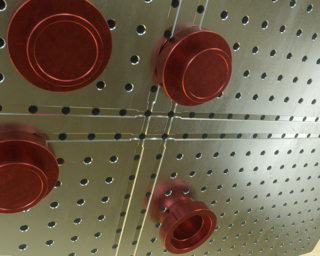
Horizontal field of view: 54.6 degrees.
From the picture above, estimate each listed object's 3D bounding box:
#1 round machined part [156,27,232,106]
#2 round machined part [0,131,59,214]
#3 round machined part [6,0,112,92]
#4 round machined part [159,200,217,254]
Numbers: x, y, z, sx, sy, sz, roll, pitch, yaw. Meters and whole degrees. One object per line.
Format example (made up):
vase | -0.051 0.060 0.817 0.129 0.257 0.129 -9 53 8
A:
round machined part | 0.049 -0.070 0.382 0.099 0.042 0.097 -14 124 -21
round machined part | -0.163 0.056 0.345 0.099 0.042 0.097 -14 124 -21
round machined part | -0.094 -0.079 0.300 0.099 0.042 0.097 -14 124 -21
round machined part | 0.043 0.160 0.522 0.099 0.042 0.097 -14 124 -21
